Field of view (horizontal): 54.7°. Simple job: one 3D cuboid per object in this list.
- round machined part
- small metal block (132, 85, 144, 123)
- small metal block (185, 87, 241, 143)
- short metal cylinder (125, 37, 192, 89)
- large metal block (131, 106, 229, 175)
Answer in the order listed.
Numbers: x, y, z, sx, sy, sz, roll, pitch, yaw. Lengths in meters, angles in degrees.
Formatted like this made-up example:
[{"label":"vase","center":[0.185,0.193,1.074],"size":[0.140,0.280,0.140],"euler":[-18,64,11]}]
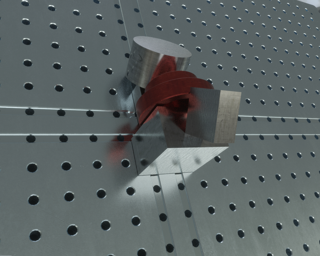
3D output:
[{"label":"round machined part","center":[0.019,-0.034,0.380],"size":[0.099,0.097,0.042],"euler":[1,62,-28]},{"label":"small metal block","center":[-0.006,-0.034,0.426],"size":[0.050,0.025,0.050],"euler":[1,61,-28]},{"label":"small metal block","center":[0.052,-0.014,0.314],"size":[0.025,0.050,0.050],"euler":[2,99,-29]},{"label":"short metal cylinder","center":[-0.003,-0.088,0.424],"size":[0.081,0.050,0.080],"euler":[14,27,-7]},{"label":"large metal block","center":[0.021,0.017,0.374],"size":[0.081,0.080,0.050],"euler":[1,62,-28]}]
